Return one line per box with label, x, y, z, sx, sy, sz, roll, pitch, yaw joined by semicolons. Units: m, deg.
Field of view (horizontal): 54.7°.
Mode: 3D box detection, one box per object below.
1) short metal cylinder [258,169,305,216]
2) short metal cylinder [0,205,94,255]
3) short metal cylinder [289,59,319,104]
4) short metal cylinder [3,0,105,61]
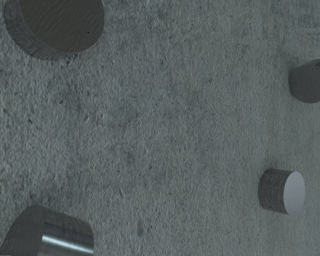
short metal cylinder;0.228;0.119;0.580;0.081;0.050;0.080;0;90;-40
short metal cylinder;-0.105;0.116;0.281;0.050;0.080;0.080;34;69;-35
short metal cylinder;0.313;-0.096;0.631;0.050;0.080;0.080;-27;107;-37
short metal cylinder;-0.102;-0.110;0.302;0.081;0.050;0.080;0;90;-40
